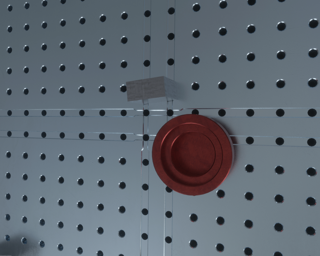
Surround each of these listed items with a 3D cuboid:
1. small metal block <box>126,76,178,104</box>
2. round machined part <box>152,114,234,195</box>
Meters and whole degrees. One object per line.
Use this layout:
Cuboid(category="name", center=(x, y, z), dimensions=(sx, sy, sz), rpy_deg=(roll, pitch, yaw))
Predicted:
Cuboid(category="small metal block", center=(-0.009, -0.048, 0.403), dimensions=(0.050, 0.050, 0.025), rpy_deg=(-6, 88, 20))
Cuboid(category="round machined part", center=(0.043, 0.032, 0.388), dimensions=(0.098, 0.042, 0.097), rpy_deg=(0, 90, 20))
